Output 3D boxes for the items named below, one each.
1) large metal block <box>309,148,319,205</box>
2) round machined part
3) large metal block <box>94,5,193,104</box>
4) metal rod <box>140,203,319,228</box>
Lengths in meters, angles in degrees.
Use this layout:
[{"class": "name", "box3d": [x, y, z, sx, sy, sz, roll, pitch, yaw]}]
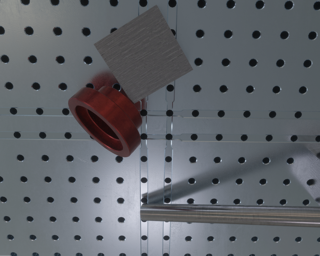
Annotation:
[{"class": "large metal block", "box3d": [0.245, 0.076, 0.414, 0.050, 0.080, 0.080, -12, 110, 4]}, {"class": "round machined part", "box3d": [-0.061, -0.012, 0.380, 0.098, 0.098, 0.042, 48, 65, -16]}, {"class": "large metal block", "box3d": [-0.018, -0.087, 0.368, 0.080, 0.050, 0.080, -29, 108, 10]}, {"class": "metal rod", "box3d": [0.116, 0.115, 0.408, 0.301, 0.025, 0.025, -4, 111, 21]}]
